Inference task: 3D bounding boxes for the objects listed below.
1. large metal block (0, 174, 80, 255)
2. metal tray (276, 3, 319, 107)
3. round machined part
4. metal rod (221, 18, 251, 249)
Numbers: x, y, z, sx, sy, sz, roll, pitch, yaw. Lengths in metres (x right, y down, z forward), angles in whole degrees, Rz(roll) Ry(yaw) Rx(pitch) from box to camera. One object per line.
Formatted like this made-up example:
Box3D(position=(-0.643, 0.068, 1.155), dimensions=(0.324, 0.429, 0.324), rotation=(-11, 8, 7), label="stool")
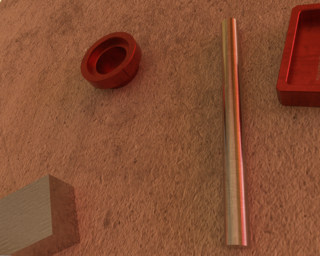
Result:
Box3D(position=(-0.155, 0.118, 0.395), dimensions=(0.080, 0.050, 0.080), rotation=(-27, 52, 10), label="large metal block")
Box3D(position=(0.191, -0.086, 0.353), dimensions=(0.090, 0.030, 0.130), rotation=(6, 64, 30), label="metal tray")
Box3D(position=(-0.072, -0.101, 0.491), dimensions=(0.098, 0.042, 0.098), rotation=(-13, 56, 20), label="round machined part")
Box3D(position=(0.087, -0.017, 0.368), dimensions=(0.025, 0.025, 0.299), rotation=(-8, 58, 23), label="metal rod")
